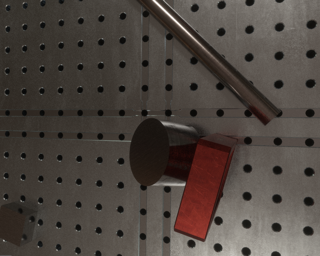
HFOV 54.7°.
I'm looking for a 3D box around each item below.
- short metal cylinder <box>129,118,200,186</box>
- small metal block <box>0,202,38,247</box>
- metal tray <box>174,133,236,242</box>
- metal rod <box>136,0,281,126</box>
[{"bbox_3d":[0.006,0.031,0.377,0.080,0.050,0.080,-15,71,51],"label":"short metal cylinder"},{"bbox_3d":[-0.227,0.152,0.491,0.050,0.025,0.050,14,95,19],"label":"small metal block"},{"bbox_3d":[0.055,0.055,0.336,0.030,0.130,0.089,16,96,15],"label":"metal tray"},{"bbox_3d":[0.035,-0.119,0.399,0.025,0.025,0.300,-46,76,14],"label":"metal rod"}]
